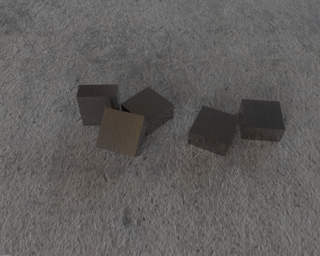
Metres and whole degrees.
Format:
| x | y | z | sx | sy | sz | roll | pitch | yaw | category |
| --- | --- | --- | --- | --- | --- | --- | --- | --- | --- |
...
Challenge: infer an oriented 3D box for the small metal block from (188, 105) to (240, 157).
| x | y | z | sx | sy | sz | roll | pitch | yaw | category |
| --- | --- | --- | --- | --- | --- | --- | --- | --- | --- |
| 0.069 | 0.003 | 0.401 | 0.050 | 0.025 | 0.050 | 20 | 53 | 16 | small metal block |

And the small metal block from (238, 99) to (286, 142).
| x | y | z | sx | sy | sz | roll | pitch | yaw | category |
| --- | --- | --- | --- | --- | --- | --- | --- | --- | --- |
| 0.134 | -0.011 | 0.413 | 0.050 | 0.025 | 0.050 | 4 | 50 | 3 | small metal block |

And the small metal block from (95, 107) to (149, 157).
| x | y | z | sx | sy | sz | roll | pitch | yaw | category |
| --- | --- | --- | --- | --- | --- | --- | --- | --- | --- |
| -0.046 | 0.005 | 0.382 | 0.050 | 0.025 | 0.050 | 13 | 89 | 10 | small metal block |

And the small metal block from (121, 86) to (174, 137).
| x | y | z | sx | sy | sz | roll | pitch | yaw | category |
| --- | --- | --- | --- | --- | --- | --- | --- | --- | --- |
| -0.017 | -0.024 | 0.423 | 0.050 | 0.025 | 0.050 | -36 | 59 | -27 | small metal block |

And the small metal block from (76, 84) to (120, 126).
| x | y | z | sx | sy | sz | roll | pitch | yaw | category |
| --- | --- | --- | --- | --- | --- | --- | --- | --- | --- |
| -0.079 | -0.030 | 0.410 | 0.050 | 0.050 | 0.025 | -1 | 45 | -1 | small metal block |
